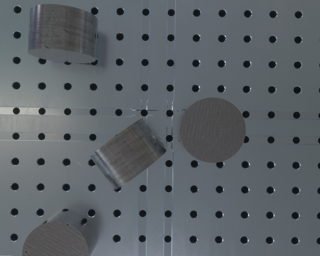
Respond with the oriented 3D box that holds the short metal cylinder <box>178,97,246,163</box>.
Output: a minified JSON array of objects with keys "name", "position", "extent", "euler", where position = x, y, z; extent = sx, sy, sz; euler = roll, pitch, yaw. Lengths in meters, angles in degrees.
[{"name":"short metal cylinder","position":[0.064,0.002,0.401],"extent":[0.081,0.050,0.079],"euler":[0,90,0]}]

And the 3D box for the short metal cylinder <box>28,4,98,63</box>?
[{"name":"short metal cylinder","position":[-0.119,-0.113,0.385],"extent":[0.081,0.080,0.050],"euler":[3,90,0]}]

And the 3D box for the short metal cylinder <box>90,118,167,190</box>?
[{"name":"short metal cylinder","position":[-0.039,0.032,0.385],"extent":[0.080,0.080,0.050],"euler":[-37,90,0]}]

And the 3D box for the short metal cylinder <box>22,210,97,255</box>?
[{"name":"short metal cylinder","position":[-0.127,0.153,0.400],"extent":[0.081,0.050,0.079],"euler":[0,90,0]}]
